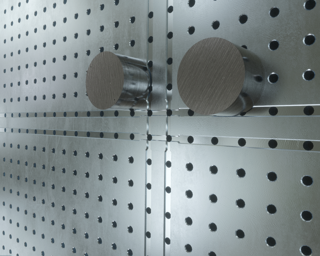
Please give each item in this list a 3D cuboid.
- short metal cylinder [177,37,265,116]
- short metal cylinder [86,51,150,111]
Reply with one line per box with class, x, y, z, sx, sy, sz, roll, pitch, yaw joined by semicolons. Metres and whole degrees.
short metal cylinder;0.066;-0.053;0.339;0.080;0.050;0.079;0;90;40
short metal cylinder;-0.061;-0.065;0.443;0.080;0.050;0.079;0;90;40
